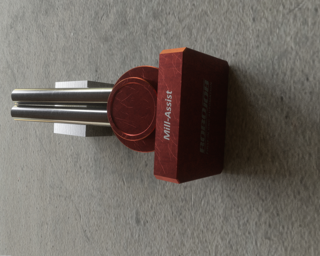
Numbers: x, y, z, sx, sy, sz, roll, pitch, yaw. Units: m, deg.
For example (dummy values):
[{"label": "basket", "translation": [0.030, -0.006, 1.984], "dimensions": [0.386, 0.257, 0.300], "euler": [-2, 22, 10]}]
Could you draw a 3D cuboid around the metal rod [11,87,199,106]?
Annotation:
[{"label": "metal rod", "translation": [-0.088, -0.042, 0.418], "dimensions": [0.301, 0.025, 0.025], "euler": [3, 92, 27]}]

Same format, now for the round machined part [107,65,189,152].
[{"label": "round machined part", "translation": [-0.020, -0.021, 0.346], "dimensions": [0.098, 0.042, 0.097], "euler": [1, 93, 29]}]

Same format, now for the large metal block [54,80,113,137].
[{"label": "large metal block", "translation": [-0.118, -0.030, 0.480], "dimensions": [0.080, 0.050, 0.079], "euler": [4, 93, 39]}]

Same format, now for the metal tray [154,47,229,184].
[{"label": "metal tray", "translation": [0.036, -0.012, 0.332], "dimensions": [0.030, 0.091, 0.129], "euler": [5, 93, 40]}]

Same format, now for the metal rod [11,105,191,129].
[{"label": "metal rod", "translation": [-0.089, -0.016, 0.419], "dimensions": [0.301, 0.025, 0.025], "euler": [4, 92, 27]}]
